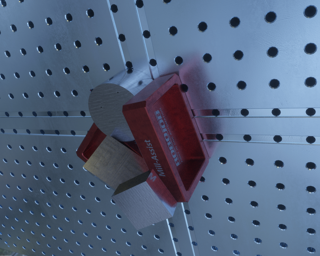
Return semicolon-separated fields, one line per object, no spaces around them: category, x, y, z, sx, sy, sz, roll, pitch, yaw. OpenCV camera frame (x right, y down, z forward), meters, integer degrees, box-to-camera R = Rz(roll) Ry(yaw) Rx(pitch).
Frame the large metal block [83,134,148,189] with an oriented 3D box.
large metal block;-0.049;0.060;0.416;0.080;0.050;0.080;34;164;5

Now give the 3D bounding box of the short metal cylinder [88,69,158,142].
short metal cylinder;-0.044;-0.029;0.398;0.080;0.050;0.079;13;124;20

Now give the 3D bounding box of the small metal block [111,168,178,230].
small metal block;-0.017;0.081;0.347;0.050;0.025;0.050;-29;104;26

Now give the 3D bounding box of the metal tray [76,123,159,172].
metal tray;-0.054;0.048;0.463;0.130;0.030;0.089;40;129;0

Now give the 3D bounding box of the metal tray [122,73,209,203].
metal tray;0.013;0.012;0.368;0.030;0.090;0.129;-9;114;32
